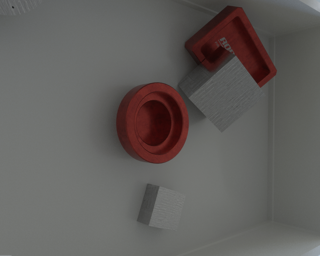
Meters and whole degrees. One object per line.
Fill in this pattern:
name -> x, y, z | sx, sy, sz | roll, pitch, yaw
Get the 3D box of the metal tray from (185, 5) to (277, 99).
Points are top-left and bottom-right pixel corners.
metal tray -> 0.110, -0.104, 0.469 | 0.090, 0.030, 0.130 | -41, 120, 3

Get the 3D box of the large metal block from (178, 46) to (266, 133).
large metal block -> 0.087, -0.054, 0.439 | 0.080, 0.050, 0.080 | -42, 121, 10

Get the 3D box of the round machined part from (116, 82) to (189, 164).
round machined part -> -0.013, -0.006, 0.386 | 0.099, 0.042, 0.097 | 0, 90, -40

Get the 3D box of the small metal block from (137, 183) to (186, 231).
small metal block -> 0.003, 0.106, 0.411 | 0.050, 0.025, 0.050 | 26, 74, -37

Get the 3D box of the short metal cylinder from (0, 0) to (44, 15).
short metal cylinder -> -0.138, -0.139, 0.259 | 0.081, 0.050, 0.079 | -20, 123, -35
